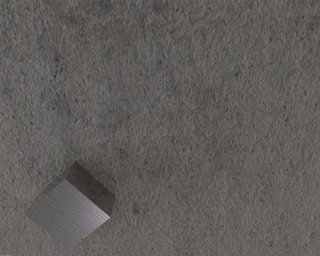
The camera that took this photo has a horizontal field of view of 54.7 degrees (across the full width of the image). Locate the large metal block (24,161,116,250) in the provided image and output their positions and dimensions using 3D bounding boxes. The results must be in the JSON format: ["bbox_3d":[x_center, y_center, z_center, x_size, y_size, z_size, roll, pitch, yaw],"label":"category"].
[{"bbox_3d":[-0.123,0.108,0.435,0.080,0.050,0.080,-40,106,13],"label":"large metal block"}]
